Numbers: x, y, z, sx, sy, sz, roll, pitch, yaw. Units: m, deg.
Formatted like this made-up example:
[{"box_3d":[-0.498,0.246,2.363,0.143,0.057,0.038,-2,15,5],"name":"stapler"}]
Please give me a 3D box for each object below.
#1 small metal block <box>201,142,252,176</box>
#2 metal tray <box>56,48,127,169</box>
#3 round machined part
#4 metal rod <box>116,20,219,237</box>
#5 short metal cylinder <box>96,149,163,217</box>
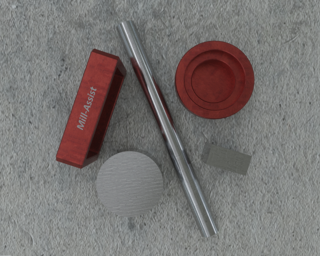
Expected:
[{"box_3d":[0.083,0.038,0.397,0.050,0.050,0.025,17,90,-1],"name":"small metal block"},{"box_3d":[-0.079,-0.021,0.378,0.030,0.090,0.129,19,90,0],"name":"metal tray"},{"box_3d":[0.068,-0.060,0.403,0.099,0.042,0.097,0,90,-1],"name":"round machined part"},{"box_3d":[0.010,0.001,0.412,0.025,0.025,0.299,-22,90,0],"name":"metal rod"},{"box_3d":[-0.037,0.068,0.398,0.081,0.050,0.079,0,90,-1],"name":"short metal cylinder"}]
